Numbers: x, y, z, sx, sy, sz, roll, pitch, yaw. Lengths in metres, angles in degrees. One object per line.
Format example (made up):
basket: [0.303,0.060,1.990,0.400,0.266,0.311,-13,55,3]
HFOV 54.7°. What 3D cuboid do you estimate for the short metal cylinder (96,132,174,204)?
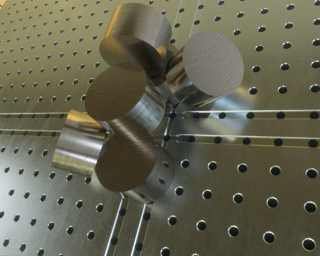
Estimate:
short metal cylinder: [-0.029,0.047,0.378,0.080,0.050,0.080,-13,57,21]

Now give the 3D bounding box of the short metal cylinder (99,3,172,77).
short metal cylinder: [-0.029,-0.107,0.388,0.080,0.080,0.050,0,62,28]

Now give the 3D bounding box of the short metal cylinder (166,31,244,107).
short metal cylinder: [0.054,-0.070,0.379,0.080,0.080,0.050,-66,15,-19]

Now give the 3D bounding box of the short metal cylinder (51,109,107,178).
short metal cylinder: [-0.104,0.021,0.408,0.050,0.080,0.080,18,64,-12]

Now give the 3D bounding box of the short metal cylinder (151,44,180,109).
short metal cylinder: [-0.001,-0.073,0.437,0.080,0.050,0.080,-13,57,21]

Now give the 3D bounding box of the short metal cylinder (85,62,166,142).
short metal cylinder: [-0.040,-0.031,0.367,0.080,0.050,0.080,-13,56,21]
